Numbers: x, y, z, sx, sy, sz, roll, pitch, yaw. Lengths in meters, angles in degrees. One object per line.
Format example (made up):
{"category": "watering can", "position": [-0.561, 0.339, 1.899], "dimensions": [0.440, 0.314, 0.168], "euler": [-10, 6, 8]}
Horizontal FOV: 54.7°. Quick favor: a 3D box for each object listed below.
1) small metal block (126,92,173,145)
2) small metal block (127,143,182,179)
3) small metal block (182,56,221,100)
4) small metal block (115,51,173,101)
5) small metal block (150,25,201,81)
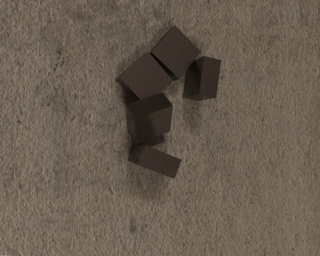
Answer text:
{"category": "small metal block", "position": [-0.014, -0.012, 0.390], "dimensions": [0.050, 0.050, 0.025], "euler": [-21, 55, -19]}
{"category": "small metal block", "position": [-0.008, 0.041, 0.394], "dimensions": [0.050, 0.050, 0.025], "euler": [24, 83, -19]}
{"category": "small metal block", "position": [0.055, -0.065, 0.417], "dimensions": [0.025, 0.050, 0.050], "euler": [9, 87, -20]}
{"category": "small metal block", "position": [-0.020, -0.062, 0.402], "dimensions": [0.050, 0.025, 0.050], "euler": [-46, 105, -15]}
{"category": "small metal block", "position": [0.018, -0.099, 0.417], "dimensions": [0.050, 0.025, 0.050], "euler": [41, 77, -16]}
